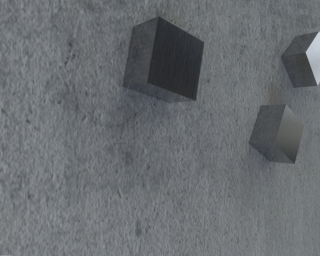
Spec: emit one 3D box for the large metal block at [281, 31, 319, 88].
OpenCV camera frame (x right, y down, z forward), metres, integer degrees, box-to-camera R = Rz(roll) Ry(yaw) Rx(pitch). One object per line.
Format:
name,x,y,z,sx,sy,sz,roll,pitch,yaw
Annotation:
large metal block,0.307,-0.142,0.650,0.080,0.050,0.080,-49,119,-29

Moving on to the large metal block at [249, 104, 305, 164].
large metal block,0.218,0.012,0.575,0.080,0.050,0.080,36,68,-35

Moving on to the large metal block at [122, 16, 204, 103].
large metal block,0.006,-0.082,0.395,0.081,0.050,0.080,15,80,-39
